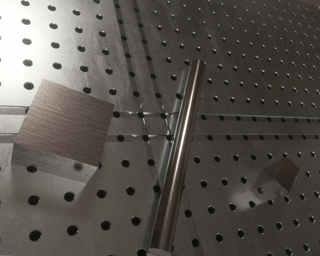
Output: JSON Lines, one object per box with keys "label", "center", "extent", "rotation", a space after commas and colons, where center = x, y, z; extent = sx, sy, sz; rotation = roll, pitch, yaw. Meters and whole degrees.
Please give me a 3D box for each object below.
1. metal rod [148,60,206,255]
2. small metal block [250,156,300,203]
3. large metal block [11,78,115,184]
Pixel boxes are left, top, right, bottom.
{"label": "metal rod", "center": [0.031, 0.015, 0.417], "extent": [0.025, 0.025, 0.300], "rotation": [25, 53, -13]}
{"label": "small metal block", "center": [0.162, 0.073, 0.437], "extent": [0.025, 0.050, 0.050], "rotation": [45, 51, 2]}
{"label": "large metal block", "center": [-0.103, 0.005, 0.335], "extent": [0.080, 0.050, 0.080], "rotation": [20, 54, -17]}
